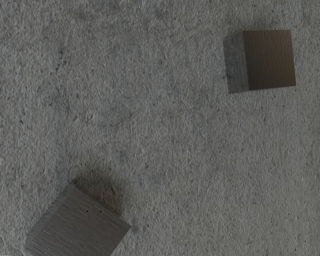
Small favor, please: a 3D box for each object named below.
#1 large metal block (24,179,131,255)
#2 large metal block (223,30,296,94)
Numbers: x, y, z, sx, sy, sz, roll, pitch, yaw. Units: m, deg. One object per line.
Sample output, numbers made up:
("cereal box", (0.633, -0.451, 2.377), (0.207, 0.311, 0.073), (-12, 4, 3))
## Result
("large metal block", (-0.095, 0.120, 0.361), (0.080, 0.050, 0.080), (41, 77, -16))
("large metal block", (0.143, -0.094, 0.448), (0.081, 0.050, 0.080), (-8, 93, -20))
